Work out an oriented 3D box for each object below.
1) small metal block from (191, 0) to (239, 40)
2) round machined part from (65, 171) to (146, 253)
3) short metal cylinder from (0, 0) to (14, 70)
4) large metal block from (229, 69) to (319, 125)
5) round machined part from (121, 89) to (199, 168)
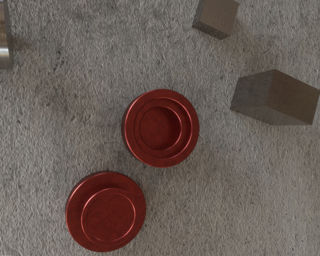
[{"bbox_3d":[0.079,-0.160,0.439,0.050,0.025,0.050,19,84,-20],"label":"small metal block"},{"bbox_3d":[-0.063,0.103,0.378,0.099,0.042,0.097,0,90,-21],"label":"round machined part"},{"bbox_3d":[-0.181,-0.099,0.313,0.050,0.080,0.079,-5,92,-20],"label":"short metal cylinder"},{"bbox_3d":[0.161,-0.040,0.441,0.081,0.080,0.050,19,84,-20],"label":"large metal block"},{"bbox_3d":[-0.002,0.000,0.400,0.099,0.042,0.097,0,90,-21],"label":"round machined part"}]
